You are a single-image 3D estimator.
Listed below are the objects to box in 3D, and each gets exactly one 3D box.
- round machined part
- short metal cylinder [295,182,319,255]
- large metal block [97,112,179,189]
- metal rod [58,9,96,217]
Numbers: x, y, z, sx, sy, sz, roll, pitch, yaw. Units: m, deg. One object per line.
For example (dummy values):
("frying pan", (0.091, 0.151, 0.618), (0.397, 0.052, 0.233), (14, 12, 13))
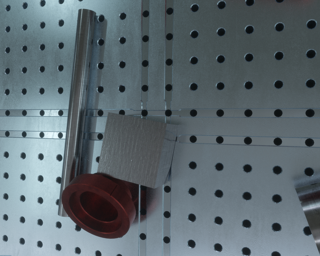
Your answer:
("round machined part", (-0.077, 0.098, 0.415), (0.098, 0.042, 0.097), (11, 125, 16))
("short metal cylinder", (0.180, 0.095, 0.320), (0.050, 0.080, 0.080), (-20, 84, 19))
("large metal block", (-0.028, 0.027, 0.407), (0.080, 0.050, 0.080), (11, 92, 19))
("metal rod", (-0.122, -0.020, 0.454), (0.025, 0.025, 0.298), (7, 92, 19))
